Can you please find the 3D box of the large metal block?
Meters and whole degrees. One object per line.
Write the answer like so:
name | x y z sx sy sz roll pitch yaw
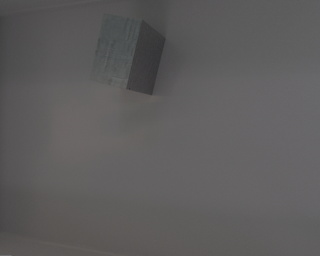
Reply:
large metal block | -0.038 -0.089 0.395 0.050 0.080 0.080 15 95 19
